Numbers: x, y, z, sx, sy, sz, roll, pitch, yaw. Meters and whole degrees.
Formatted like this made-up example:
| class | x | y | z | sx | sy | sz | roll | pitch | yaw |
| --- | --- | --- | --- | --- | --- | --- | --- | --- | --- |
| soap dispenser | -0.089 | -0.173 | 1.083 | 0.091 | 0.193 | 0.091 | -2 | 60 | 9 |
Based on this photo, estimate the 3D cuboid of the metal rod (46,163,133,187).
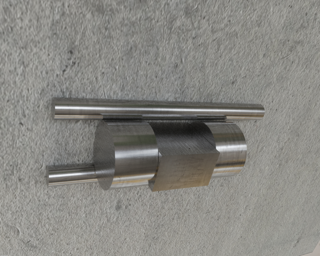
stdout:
| class | x | y | z | sx | sy | sz | roll | pitch | yaw |
| --- | --- | --- | --- | --- | --- | --- | --- | --- | --- |
| metal rod | -0.002 | 0.056 | 0.442 | 0.303 | 0.025 | 0.025 | -1 | 119 | -28 |

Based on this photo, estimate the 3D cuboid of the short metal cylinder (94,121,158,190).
| class | x | y | z | sx | sy | sz | roll | pitch | yaw |
| --- | --- | --- | --- | --- | --- | --- | --- | --- | --- |
| short metal cylinder | -0.043 | 0.031 | 0.368 | 0.050 | 0.080 | 0.079 | -1 | 119 | -28 |

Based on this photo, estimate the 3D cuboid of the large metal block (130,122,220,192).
| class | x | y | z | sx | sy | sz | roll | pitch | yaw |
| --- | --- | --- | --- | --- | --- | --- | --- | --- | --- |
| large metal block | 0.015 | 0.033 | 0.398 | 0.081 | 0.080 | 0.050 | 0 | 119 | -29 |

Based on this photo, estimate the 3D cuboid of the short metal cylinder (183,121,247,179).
| class | x | y | z | sx | sy | sz | roll | pitch | yaw |
| --- | --- | --- | --- | --- | --- | --- | --- | --- | --- |
| short metal cylinder | 0.073 | 0.030 | 0.430 | 0.050 | 0.080 | 0.079 | -1 | 119 | -28 |

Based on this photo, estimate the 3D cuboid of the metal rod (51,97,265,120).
| class | x | y | z | sx | sy | sz | roll | pitch | yaw |
| --- | --- | --- | --- | --- | --- | --- | --- | --- | --- |
| metal rod | 0.018 | -0.023 | 0.404 | 0.303 | 0.025 | 0.025 | -1 | 119 | -28 |
